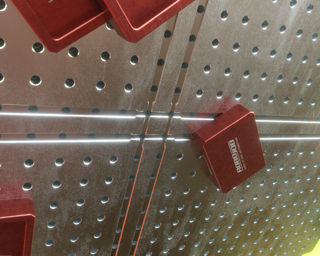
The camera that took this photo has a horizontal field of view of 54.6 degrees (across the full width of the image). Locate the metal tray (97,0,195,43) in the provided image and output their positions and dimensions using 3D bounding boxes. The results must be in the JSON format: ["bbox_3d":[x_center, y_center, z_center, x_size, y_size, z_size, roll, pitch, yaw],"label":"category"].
[{"bbox_3d":[0.000,-0.150,0.274,0.130,0.030,0.090,-38,129,-5],"label":"metal tray"}]

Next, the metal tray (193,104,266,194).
[{"bbox_3d":[0.114,0.036,0.491,0.090,0.030,0.130,-33,129,-7],"label":"metal tray"}]

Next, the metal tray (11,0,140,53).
[{"bbox_3d":[-0.071,-0.141,0.281,0.130,0.030,0.090,-34,129,-6],"label":"metal tray"}]

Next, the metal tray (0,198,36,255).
[{"bbox_3d":[-0.210,0.151,0.386,0.091,0.030,0.129,1,118,-29],"label":"metal tray"}]
